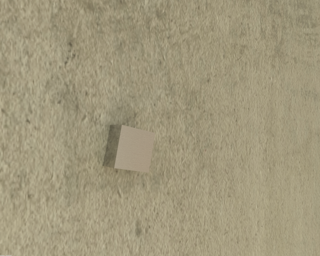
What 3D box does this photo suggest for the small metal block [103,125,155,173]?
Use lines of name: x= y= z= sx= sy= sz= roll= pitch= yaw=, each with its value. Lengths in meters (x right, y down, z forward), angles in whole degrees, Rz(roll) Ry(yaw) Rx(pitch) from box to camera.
small metal block: x=-0.037 y=0.025 z=0.376 sx=0.050 sy=0.025 sz=0.050 roll=15 pitch=81 yaw=-39
